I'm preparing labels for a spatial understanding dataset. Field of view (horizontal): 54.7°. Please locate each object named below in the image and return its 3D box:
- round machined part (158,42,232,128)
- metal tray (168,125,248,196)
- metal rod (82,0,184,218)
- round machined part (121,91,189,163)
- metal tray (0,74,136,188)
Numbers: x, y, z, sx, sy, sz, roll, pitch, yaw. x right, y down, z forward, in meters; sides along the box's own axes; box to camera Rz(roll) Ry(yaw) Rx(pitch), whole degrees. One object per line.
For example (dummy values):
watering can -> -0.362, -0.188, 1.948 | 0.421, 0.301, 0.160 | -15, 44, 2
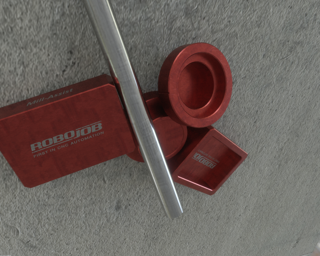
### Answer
round machined part -> 0.037, -0.051, 0.373 | 0.099, 0.042, 0.097 | -6, 100, -34
metal tray -> 0.068, 0.047, 0.457 | 0.090, 0.030, 0.130 | -51, 139, 8
metal rod -> -0.026, -0.022, 0.337 | 0.025, 0.025, 0.298 | -25, 114, -13
round machined part -> -0.004, 0.005, 0.399 | 0.099, 0.042, 0.097 | -14, 124, -21
metal tray -> -0.101, 0.004, 0.338 | 0.131, 0.030, 0.090 | -20, 124, -6
